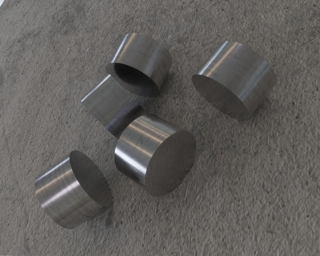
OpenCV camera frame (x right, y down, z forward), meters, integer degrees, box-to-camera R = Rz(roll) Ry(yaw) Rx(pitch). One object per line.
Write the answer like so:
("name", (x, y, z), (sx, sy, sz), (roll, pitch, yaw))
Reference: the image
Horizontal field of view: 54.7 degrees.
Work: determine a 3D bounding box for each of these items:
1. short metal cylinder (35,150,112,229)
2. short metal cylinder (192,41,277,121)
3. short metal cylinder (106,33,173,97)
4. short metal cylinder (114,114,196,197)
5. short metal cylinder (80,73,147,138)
("short metal cylinder", (-0.103, 0.074, 0.377), (0.050, 0.080, 0.080), (-35, 51, 6))
("short metal cylinder", (0.084, -0.053, 0.357), (0.080, 0.080, 0.050), (33, 80, 38))
("short metal cylinder", (-0.029, -0.087, 0.437), (0.080, 0.080, 0.050), (12, 68, 33))
("short metal cylinder", (-0.004, 0.030, 0.352), (0.050, 0.080, 0.080), (28, 77, 37))
("short metal cylinder", (-0.060, -0.027, 0.417), (0.050, 0.080, 0.080), (-44, 51, -2))
